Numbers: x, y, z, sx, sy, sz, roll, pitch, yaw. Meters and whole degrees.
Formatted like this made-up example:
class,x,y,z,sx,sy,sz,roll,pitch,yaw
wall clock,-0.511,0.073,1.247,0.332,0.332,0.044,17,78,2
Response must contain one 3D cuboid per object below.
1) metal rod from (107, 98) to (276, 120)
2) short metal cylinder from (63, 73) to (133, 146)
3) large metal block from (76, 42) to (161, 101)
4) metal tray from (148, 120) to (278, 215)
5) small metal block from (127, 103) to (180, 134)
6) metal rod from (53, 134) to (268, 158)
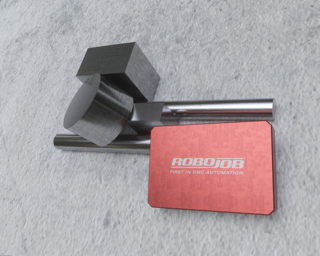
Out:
class,x,y,z,sx,sy,sz,roll,pitch,yaw
metal rod,-0.003,-0.024,0.421,0.300,0.025,0.025,1,62,28
short metal cylinder,-0.080,-0.023,0.398,0.080,0.050,0.080,-35,37,33
large metal block,-0.057,-0.073,0.443,0.080,0.080,0.050,1,62,28
metal tray,0.053,0.042,0.330,0.130,0.030,0.090,-3,78,25
small metal block,-0.009,-0.008,0.397,0.050,0.050,0.025,1,62,28
metal rod,-0.019,0.021,0.402,0.300,0.025,0.025,0,62,27
